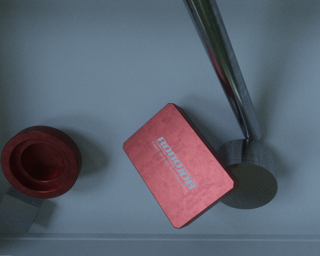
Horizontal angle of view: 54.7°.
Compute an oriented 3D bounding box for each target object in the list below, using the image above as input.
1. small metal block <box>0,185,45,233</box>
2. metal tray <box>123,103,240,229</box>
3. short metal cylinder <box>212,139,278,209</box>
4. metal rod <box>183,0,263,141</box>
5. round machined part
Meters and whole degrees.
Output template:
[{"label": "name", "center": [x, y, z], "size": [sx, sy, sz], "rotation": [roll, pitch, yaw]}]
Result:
[{"label": "small metal block", "center": [-0.205, 0.118, 0.452], "size": [0.050, 0.025, 0.050], "rotation": [27, 108, -10]}, {"label": "metal tray", "center": [0.023, 0.045, 0.386], "size": [0.090, 0.030, 0.130], "rotation": [-41, 67, 13]}, {"label": "short metal cylinder", "center": [0.111, 0.061, 0.411], "size": [0.080, 0.050, 0.079], "rotation": [6, 124, 9]}, {"label": "metal rod", "center": [0.062, -0.072, 0.309], "size": [0.025, 0.025, 0.300], "rotation": [-28, 138, 10]}, {"label": "round machined part", "center": [-0.154, 0.042, 0.416], "size": [0.099, 0.042, 0.097], "rotation": [0, 110, -1]}]
